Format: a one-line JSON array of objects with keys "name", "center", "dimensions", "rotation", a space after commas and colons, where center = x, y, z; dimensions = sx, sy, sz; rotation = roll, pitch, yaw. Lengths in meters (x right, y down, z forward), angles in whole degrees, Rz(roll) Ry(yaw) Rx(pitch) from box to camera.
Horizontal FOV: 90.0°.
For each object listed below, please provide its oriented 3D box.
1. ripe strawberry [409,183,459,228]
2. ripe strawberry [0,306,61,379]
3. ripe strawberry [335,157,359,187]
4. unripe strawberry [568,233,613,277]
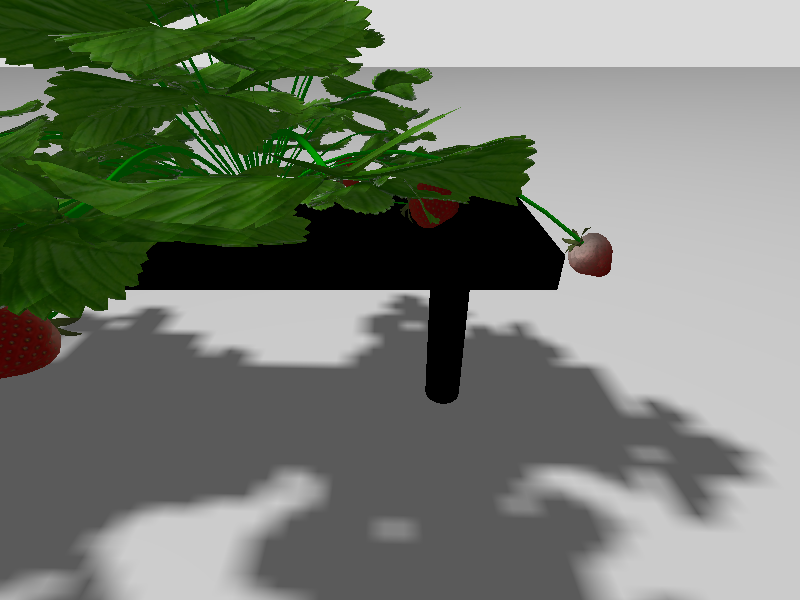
[{"name": "ripe strawberry", "center": [0.029, -0.080, 0.334], "dimensions": [0.041, 0.041, 0.046], "rotation": [5, 32, 7]}, {"name": "ripe strawberry", "center": [-0.178, 0.021, 0.178], "dimensions": [0.038, 0.034, 0.035], "rotation": [8, 33, 12]}, {"name": "ripe strawberry", "center": [-0.057, -0.145, 0.451], "dimensions": [0.031, 0.033, 0.034], "rotation": [18, 36, 27]}, {"name": "unripe strawberry", "center": [0.127, -0.028, 0.265], "dimensions": [0.027, 0.028, 0.031], "rotation": [-44, 4, 39]}]
